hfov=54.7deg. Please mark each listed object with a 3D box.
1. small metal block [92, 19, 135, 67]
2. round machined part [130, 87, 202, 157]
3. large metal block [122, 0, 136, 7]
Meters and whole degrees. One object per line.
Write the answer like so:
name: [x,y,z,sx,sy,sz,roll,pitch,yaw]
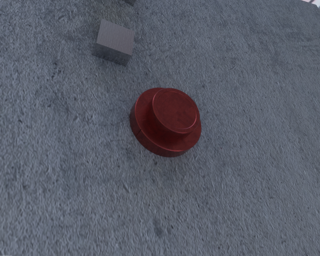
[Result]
small metal block: [-0.066,-0.122,0.444,0.050,0.025,0.050,16,55,-20]
round machined part: [0.013,-0.014,0.410,0.099,0.042,0.098,14,56,-21]
large metal block: [-0.061,-0.264,0.517,0.080,0.050,0.080,26,52,-13]
